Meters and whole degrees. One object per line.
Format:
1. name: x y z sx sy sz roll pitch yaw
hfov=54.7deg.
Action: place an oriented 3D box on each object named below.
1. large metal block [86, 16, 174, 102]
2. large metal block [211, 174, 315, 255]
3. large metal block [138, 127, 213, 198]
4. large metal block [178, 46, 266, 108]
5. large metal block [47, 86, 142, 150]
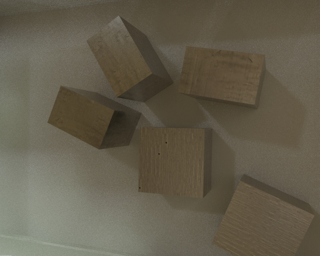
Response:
1. large metal block: -0.035 -0.082 0.393 0.050 0.080 0.080 -32 80 17
2. large metal block: 0.116 0.110 0.356 0.080 0.050 0.080 24 98 18
3. large metal block: 0.021 0.039 0.389 0.080 0.050 0.079 1 91 19
4. large metal block: 0.074 -0.055 0.355 0.080 0.080 0.050 12 94 19
5. large metal block: -0.083 -0.014 0.409 0.080 0.080 0.050 25 98 18
